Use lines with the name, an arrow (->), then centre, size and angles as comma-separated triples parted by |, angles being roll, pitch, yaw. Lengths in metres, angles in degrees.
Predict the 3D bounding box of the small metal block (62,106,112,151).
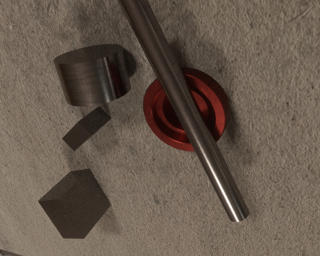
small metal block -> -0.105, 0.001, 0.444 | 0.025, 0.050, 0.050 | 48, 129, -6

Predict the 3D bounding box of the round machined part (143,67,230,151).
round machined part -> 0.033, -0.025, 0.362 | 0.098, 0.042, 0.097 | 13, 124, 20

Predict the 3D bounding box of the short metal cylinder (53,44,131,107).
short metal cylinder -> -0.079, -0.065, 0.371 | 0.080, 0.080, 0.050 | 4, 120, 25

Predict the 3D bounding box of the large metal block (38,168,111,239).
large metal block -> -0.140, 0.126, 0.521 | 0.050, 0.080, 0.080 | -13, 112, 33

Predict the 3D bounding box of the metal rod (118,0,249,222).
metal rod -> 0.026, -0.024, 0.322 | 0.025, 0.025, 0.299 | -17, 110, 34
